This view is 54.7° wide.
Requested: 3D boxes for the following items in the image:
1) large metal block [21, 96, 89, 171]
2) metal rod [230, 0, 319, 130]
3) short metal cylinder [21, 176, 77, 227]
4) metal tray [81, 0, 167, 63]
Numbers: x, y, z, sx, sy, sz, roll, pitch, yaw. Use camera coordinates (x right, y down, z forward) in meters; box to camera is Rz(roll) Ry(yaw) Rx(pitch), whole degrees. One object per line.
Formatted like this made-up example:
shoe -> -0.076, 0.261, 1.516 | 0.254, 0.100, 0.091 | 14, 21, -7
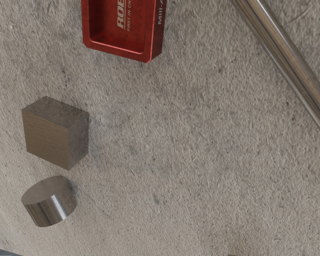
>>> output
large metal block -> -0.158, 0.007, 0.476 | 0.080, 0.050, 0.079 | 21, 126, 15
metal rod -> 0.111, -0.082, 0.297 | 0.025, 0.025, 0.300 | -31, 101, 38
short metal cylinder -> -0.196, 0.129, 0.551 | 0.080, 0.080, 0.050 | -5, 116, 30
metal tray -> -0.039, -0.144, 0.333 | 0.090, 0.030, 0.129 | 18, 126, 17
